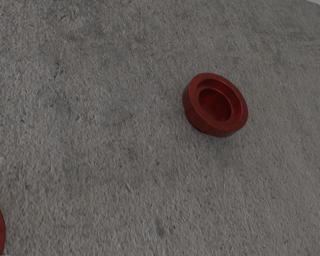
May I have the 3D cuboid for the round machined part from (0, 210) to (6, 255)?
[{"bbox_3d":[-0.176,0.093,0.241,0.099,0.042,0.098,14,56,-21],"label":"round machined part"}]

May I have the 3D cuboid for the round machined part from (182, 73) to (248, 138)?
[{"bbox_3d":[0.075,-0.029,0.451,0.099,0.042,0.098,14,56,-21],"label":"round machined part"}]
